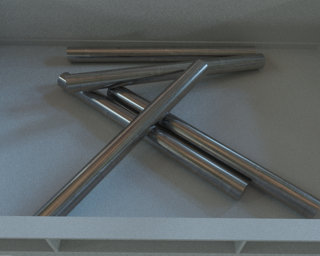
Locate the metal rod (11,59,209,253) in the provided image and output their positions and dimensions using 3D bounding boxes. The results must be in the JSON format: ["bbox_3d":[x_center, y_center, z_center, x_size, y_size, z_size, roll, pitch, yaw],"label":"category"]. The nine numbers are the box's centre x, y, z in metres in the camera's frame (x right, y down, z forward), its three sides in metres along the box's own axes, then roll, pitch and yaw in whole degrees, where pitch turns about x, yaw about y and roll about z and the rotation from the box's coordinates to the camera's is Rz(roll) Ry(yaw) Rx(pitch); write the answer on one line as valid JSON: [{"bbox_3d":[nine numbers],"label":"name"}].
[{"bbox_3d":[-0.041,0.016,0.363,0.025,0.025,0.301,34,65,24],"label":"metal rod"}]

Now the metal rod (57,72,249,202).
[{"bbox_3d":[-0.025,0.000,0.404,0.300,0.025,0.025,31,57,23],"label":"metal rod"}]

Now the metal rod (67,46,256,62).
[{"bbox_3d":[0.003,-0.121,0.506,0.302,0.025,0.025,-1,50,-1],"label":"metal rod"}]

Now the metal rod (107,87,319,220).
[{"bbox_3d":[0.050,0.017,0.391,0.300,0.025,0.025,31,57,23],"label":"metal rod"}]

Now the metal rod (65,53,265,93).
[{"bbox_3d":[0.019,-0.083,0.454,0.302,0.025,0.025,-10,51,-17],"label":"metal rod"}]
